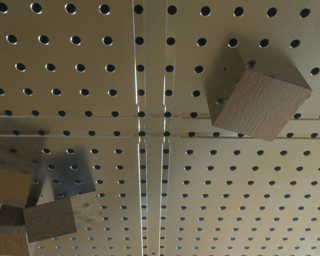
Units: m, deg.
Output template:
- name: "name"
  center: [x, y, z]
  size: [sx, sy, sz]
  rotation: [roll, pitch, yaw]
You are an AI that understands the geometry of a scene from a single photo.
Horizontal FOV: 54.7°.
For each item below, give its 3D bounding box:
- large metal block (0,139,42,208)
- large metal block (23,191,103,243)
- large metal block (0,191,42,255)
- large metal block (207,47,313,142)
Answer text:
- name: "large metal block"
  center: [-0.224, 0.065, 0.447]
  size: [0.081, 0.050, 0.079]
  rotation: [16, 128, -14]
- name: "large metal block"
  center: [-0.148, 0.136, 0.483]
  size: [0.080, 0.050, 0.080]
  rotation: [-17, 170, 13]
- name: "large metal block"
  center: [-0.229, 0.159, 0.508]
  size: [0.050, 0.080, 0.079]
  rotation: [7, 130, -7]
- name: "large metal block"
  center: [0.112, -0.037, 0.366]
  size: [0.081, 0.050, 0.079]
  rotation: [15, 129, -13]
